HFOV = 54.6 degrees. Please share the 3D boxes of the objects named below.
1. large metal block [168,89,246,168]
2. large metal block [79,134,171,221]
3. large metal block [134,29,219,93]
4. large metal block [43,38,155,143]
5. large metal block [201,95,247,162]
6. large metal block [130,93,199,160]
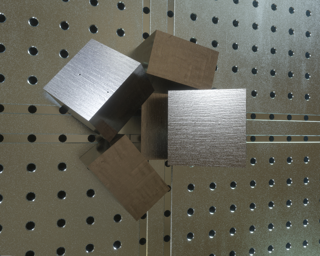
[{"bbox_3d":[0.054,0.000,0.345,0.080,0.050,0.080,0,89,14],"label":"large metal block"},{"bbox_3d":[-0.045,0.053,0.365,0.050,0.080,0.080,-42,104,-16],"label":"large metal block"},{"bbox_3d":[0.014,-0.075,0.389,0.081,0.080,0.050,14,85,-19],"label":"large metal block"},{"bbox_3d":[-0.068,-0.044,0.351,0.080,0.080,0.050,-51,150,-13],"label":"large metal block"},{"bbox_3d":[0.086,0.000,0.406,0.050,0.080,0.080,0,90,18],"label":"large metal block"},{"bbox_3d":[0.007,-0.002,0.402,0.081,0.050,0.080,1,90,-20],"label":"large metal block"}]
